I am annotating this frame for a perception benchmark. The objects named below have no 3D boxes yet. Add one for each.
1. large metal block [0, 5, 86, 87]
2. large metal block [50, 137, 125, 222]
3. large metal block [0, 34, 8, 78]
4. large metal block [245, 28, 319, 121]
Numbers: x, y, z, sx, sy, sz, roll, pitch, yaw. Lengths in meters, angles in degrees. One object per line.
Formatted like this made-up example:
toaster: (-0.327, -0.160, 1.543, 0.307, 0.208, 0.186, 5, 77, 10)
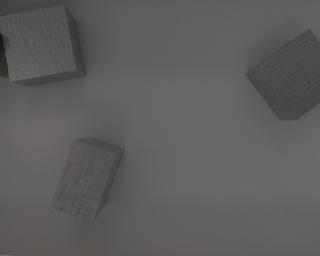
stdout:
large metal block: (-0.147, -0.102, 0.398, 0.080, 0.050, 0.080, -11, 90, 0)
large metal block: (-0.085, 0.058, 0.383, 0.050, 0.080, 0.080, 19, 90, 0)
large metal block: (-0.241, -0.102, 0.382, 0.080, 0.080, 0.050, 16, 90, 0)
large metal block: (0.173, -0.065, 0.400, 0.080, 0.050, 0.080, -37, 90, 0)
